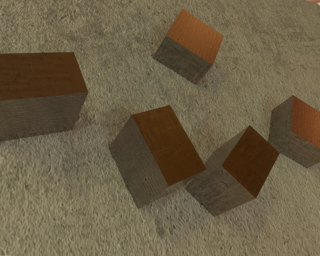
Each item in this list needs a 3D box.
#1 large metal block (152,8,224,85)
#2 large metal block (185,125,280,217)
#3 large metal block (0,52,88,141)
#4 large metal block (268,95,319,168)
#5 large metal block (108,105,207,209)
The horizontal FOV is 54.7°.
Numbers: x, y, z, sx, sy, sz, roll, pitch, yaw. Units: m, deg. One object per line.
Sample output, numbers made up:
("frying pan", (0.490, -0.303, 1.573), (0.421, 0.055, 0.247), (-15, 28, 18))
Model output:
("large metal block", (0.046, -0.129, 0.491), (0.080, 0.050, 0.080), (31, 52, -9))
("large metal block", (0.089, 0.054, 0.383), (0.050, 0.080, 0.080), (44, 51, 2))
("large metal block", (-0.129, -0.031, 0.318), (0.081, 0.080, 0.050), (-10, 67, -33))
("large metal block", (0.229, 0.006, 0.507), (0.080, 0.050, 0.080), (29, 52, -10))
("large metal block", (-0.007, 0.033, 0.344), (0.050, 0.080, 0.080), (-17, 71, -35))
